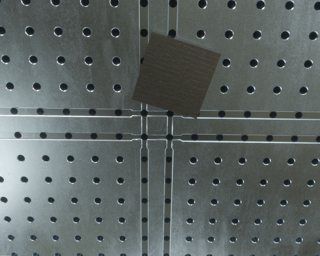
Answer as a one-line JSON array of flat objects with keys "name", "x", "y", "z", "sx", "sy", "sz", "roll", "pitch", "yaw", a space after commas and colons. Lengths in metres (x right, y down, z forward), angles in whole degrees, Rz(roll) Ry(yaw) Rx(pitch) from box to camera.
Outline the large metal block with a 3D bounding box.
[{"name": "large metal block", "x": 0.018, "y": -0.066, "z": 0.376, "sx": 0.080, "sy": 0.050, "sz": 0.080, "roll": 16, "pitch": 109, "yaw": -6}]
